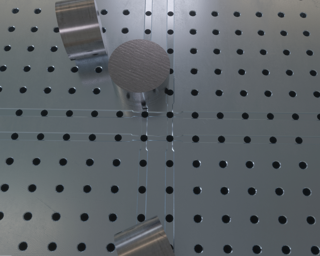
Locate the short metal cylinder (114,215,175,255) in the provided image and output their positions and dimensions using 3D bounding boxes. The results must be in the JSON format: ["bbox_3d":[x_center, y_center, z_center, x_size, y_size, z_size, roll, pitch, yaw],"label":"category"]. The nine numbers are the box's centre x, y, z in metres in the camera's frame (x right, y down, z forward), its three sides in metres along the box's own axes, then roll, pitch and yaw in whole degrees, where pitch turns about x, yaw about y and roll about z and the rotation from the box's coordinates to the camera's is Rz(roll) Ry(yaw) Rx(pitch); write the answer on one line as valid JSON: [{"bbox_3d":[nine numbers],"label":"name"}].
[{"bbox_3d":[-0.010,0.141,0.331,0.050,0.080,0.080,-23,72,-8],"label":"short metal cylinder"}]

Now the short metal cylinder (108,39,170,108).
[{"bbox_3d":[-0.027,-0.073,0.425,0.081,0.050,0.080,0,70,0],"label":"short metal cylinder"}]

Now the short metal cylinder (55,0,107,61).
[{"bbox_3d":[-0.108,-0.138,0.432,0.050,0.080,0.080,-12,71,-4],"label":"short metal cylinder"}]
